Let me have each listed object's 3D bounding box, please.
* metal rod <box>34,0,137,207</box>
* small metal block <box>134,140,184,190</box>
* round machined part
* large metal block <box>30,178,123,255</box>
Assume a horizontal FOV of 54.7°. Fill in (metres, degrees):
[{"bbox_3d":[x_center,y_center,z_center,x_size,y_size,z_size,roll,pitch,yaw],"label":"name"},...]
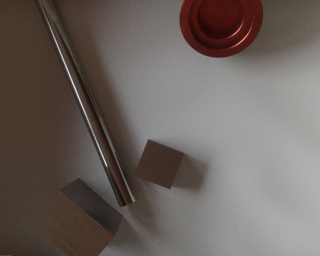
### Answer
[{"bbox_3d":[-0.099,-0.039,0.410,0.025,0.025,0.299,-22,90,0],"label":"metal rod"},{"bbox_3d":[-0.001,0.047,0.411,0.050,0.025,0.050,21,90,-1],"label":"small metal block"},{"bbox_3d":[0.076,-0.142,0.388,0.099,0.042,0.097,5,127,7],"label":"round machined part"},{"bbox_3d":[-0.097,0.113,0.383,0.080,0.080,0.050,41,90,-1],"label":"large metal block"}]
